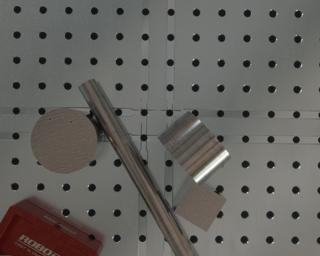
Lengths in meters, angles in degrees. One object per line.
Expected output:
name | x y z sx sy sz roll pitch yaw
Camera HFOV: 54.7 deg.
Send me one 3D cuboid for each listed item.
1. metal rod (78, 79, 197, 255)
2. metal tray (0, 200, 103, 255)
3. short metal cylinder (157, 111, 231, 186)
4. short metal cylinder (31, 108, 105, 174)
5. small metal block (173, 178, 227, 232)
metal rod | -0.023 0.070 0.413 0.025 0.025 0.299 -30 90 0
metal tray | -0.155 0.167 0.409 0.130 0.030 0.090 30 90 0
short metal cylinder | 0.042 0.025 0.386 0.050 0.080 0.080 -41 90 0
short metal cylinder | -0.116 0.016 0.400 0.081 0.050 0.079 0 90 0
small metal block | 0.052 0.101 0.414 0.050 0.025 0.050 32 90 0
